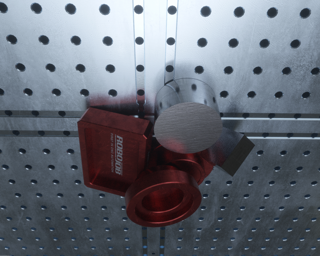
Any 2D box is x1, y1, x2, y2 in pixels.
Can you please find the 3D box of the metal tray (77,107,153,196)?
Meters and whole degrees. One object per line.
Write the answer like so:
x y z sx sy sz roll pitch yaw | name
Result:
-0.061 0.039 0.427 0.090 0.030 0.129 13 130 7 | metal tray

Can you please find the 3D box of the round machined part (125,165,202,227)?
0.002 0.087 0.412 0.099 0.042 0.097 -7 133 -8 | round machined part

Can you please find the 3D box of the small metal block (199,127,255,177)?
0.087 0.029 0.409 0.025 0.050 0.050 39 85 -28 | small metal block

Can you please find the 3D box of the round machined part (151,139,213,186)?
0.029 0.054 0.446 0.099 0.042 0.097 -1 130 0 | round machined part

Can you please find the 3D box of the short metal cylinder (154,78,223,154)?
0.033 -0.014 0.383 0.081 0.050 0.079 0 130 0 | short metal cylinder
